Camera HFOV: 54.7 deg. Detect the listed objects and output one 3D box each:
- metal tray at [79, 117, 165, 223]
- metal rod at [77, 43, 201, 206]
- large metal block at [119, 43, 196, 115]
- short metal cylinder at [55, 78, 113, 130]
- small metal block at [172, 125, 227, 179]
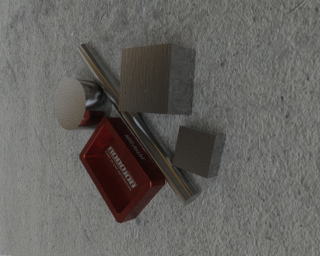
[{"bbox_3d":[-0.060,0.058,0.450,0.130,0.030,0.090,52,120,27],"label":"metal tray"},{"bbox_3d":[-0.043,-0.021,0.439,0.025,0.025,0.300,-52,60,27],"label":"metal rod"},{"bbox_3d":[-0.004,-0.058,0.392,0.080,0.050,0.079,6,94,39],"label":"large metal block"},{"bbox_3d":[-0.121,-0.036,0.487,0.080,0.050,0.079,0,90,39],"label":"short metal cylinder"},{"bbox_3d":[0.046,0.027,0.367,0.050,0.025,0.050,17,101,38],"label":"small metal block"}]
